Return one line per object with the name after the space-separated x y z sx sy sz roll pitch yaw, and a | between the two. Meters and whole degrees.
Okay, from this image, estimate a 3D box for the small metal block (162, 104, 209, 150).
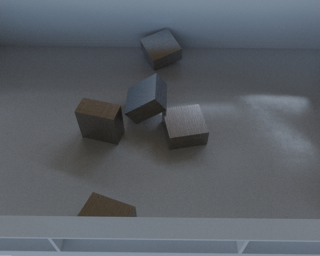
0.032 -0.002 0.407 0.050 0.025 0.050 -8 51 -7 | small metal block

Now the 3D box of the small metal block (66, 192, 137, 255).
-0.058 0.100 0.317 0.050 0.025 0.050 15 48 16 | small metal block

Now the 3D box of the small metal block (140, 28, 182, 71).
0.002 -0.127 0.502 0.050 0.025 0.050 -25 64 -9 | small metal block

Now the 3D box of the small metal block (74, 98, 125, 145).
-0.075 -0.008 0.395 0.050 0.050 0.025 12 51 9 | small metal block

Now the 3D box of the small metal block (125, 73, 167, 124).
-0.019 -0.040 0.422 0.050 0.025 0.050 -24 44 27 | small metal block
